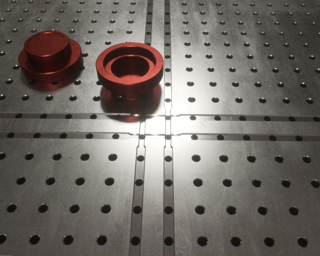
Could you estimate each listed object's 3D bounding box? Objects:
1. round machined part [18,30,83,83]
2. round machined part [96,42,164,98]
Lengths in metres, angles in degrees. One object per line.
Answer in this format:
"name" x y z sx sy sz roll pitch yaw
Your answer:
"round machined part" -0.176 -0.119 0.494 0.099 0.042 0.098 0 50 0
"round machined part" -0.044 -0.083 0.466 0.099 0.042 0.098 0 50 0
